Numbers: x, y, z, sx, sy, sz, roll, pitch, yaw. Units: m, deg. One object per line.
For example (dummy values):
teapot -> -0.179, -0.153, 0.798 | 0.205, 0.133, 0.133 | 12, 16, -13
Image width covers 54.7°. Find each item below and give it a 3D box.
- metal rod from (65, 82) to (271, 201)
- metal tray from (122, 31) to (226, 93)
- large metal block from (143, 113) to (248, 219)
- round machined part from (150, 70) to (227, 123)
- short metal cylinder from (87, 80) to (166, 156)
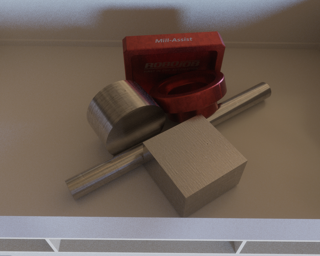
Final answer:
metal rod -> 0.026, 0.007, 0.397 | 0.302, 0.025, 0.025 | -26, 55, -21
metal tray -> 0.017, -0.084, 0.430 | 0.131, 0.089, 0.030 | -5, 51, -5
large metal block -> 0.037, 0.041, 0.351 | 0.081, 0.050, 0.080 | -26, 55, -21
round machined part -> 0.039, -0.040, 0.408 | 0.098, 0.042, 0.098 | -13, 24, 6
short metal cylinder -> -0.041, -0.011, 0.376 | 0.081, 0.080, 0.050 | -27, 55, -21
